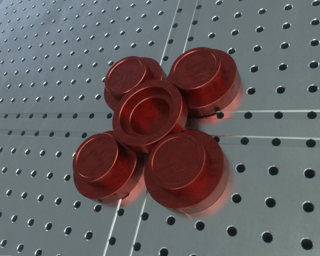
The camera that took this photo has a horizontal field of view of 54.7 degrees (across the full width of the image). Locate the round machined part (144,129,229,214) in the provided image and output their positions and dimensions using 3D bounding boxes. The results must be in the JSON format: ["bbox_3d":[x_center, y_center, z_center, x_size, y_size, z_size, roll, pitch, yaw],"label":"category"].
[{"bbox_3d":[0.025,0.044,0.355,0.098,0.042,0.098,-13,56,20],"label":"round machined part"}]

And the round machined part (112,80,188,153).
[{"bbox_3d":[-0.009,-0.012,0.406,0.098,0.042,0.098,-13,56,20],"label":"round machined part"}]

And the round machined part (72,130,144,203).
[{"bbox_3d":[-0.074,0.046,0.407,0.098,0.042,0.098,-13,56,20],"label":"round machined part"}]

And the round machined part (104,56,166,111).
[{"bbox_3d":[-0.042,-0.067,0.458,0.098,0.042,0.098,-13,56,20],"label":"round machined part"}]

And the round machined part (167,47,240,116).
[{"bbox_3d":[0.052,-0.068,0.410,0.098,0.042,0.098,-13,56,20],"label":"round machined part"}]
